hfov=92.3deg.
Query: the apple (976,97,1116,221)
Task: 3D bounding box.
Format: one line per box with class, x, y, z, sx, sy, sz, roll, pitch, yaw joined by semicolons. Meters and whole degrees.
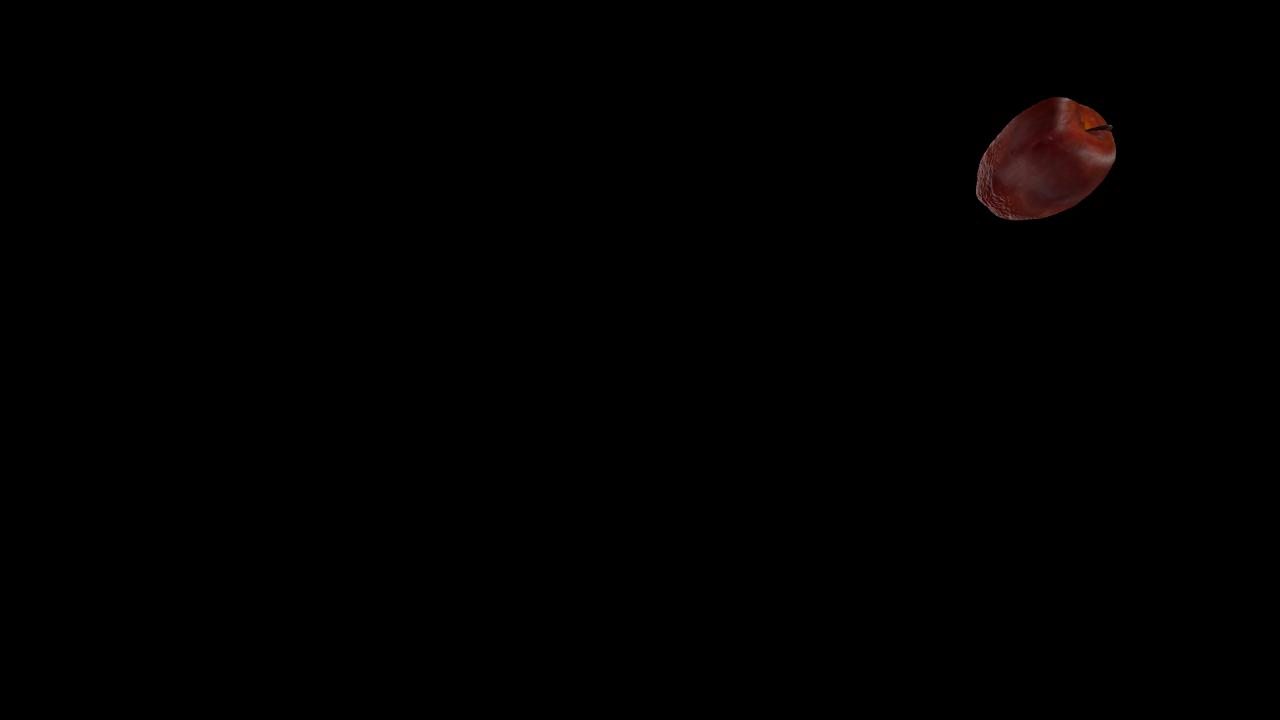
apple;0.299;-0.145;0.456;0.079;0.079;0.093;0;-19;-22
